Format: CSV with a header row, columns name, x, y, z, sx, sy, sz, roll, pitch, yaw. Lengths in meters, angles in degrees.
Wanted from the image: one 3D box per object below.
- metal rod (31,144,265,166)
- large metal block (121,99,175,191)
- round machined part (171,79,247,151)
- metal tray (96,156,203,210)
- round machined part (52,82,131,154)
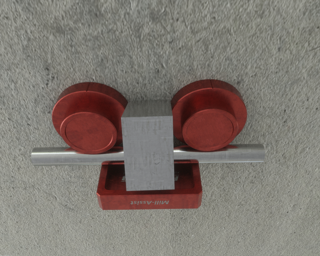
name,x,y,z,sx,sy,sz,roll,pitch,yaw
metal rod,-0.015,0.036,0.412,0.302,0.025,0.025,-1,130,0
large metal block,-0.011,0.016,0.350,0.050,0.080,0.079,-2,107,0
round machined part,0.060,-0.009,0.390,0.099,0.042,0.097,-1,130,0
metal tray,-0.013,0.064,0.420,0.131,0.090,0.030,-1,130,0
round machined part,-0.086,-0.005,0.389,0.099,0.042,0.097,-1,130,0
